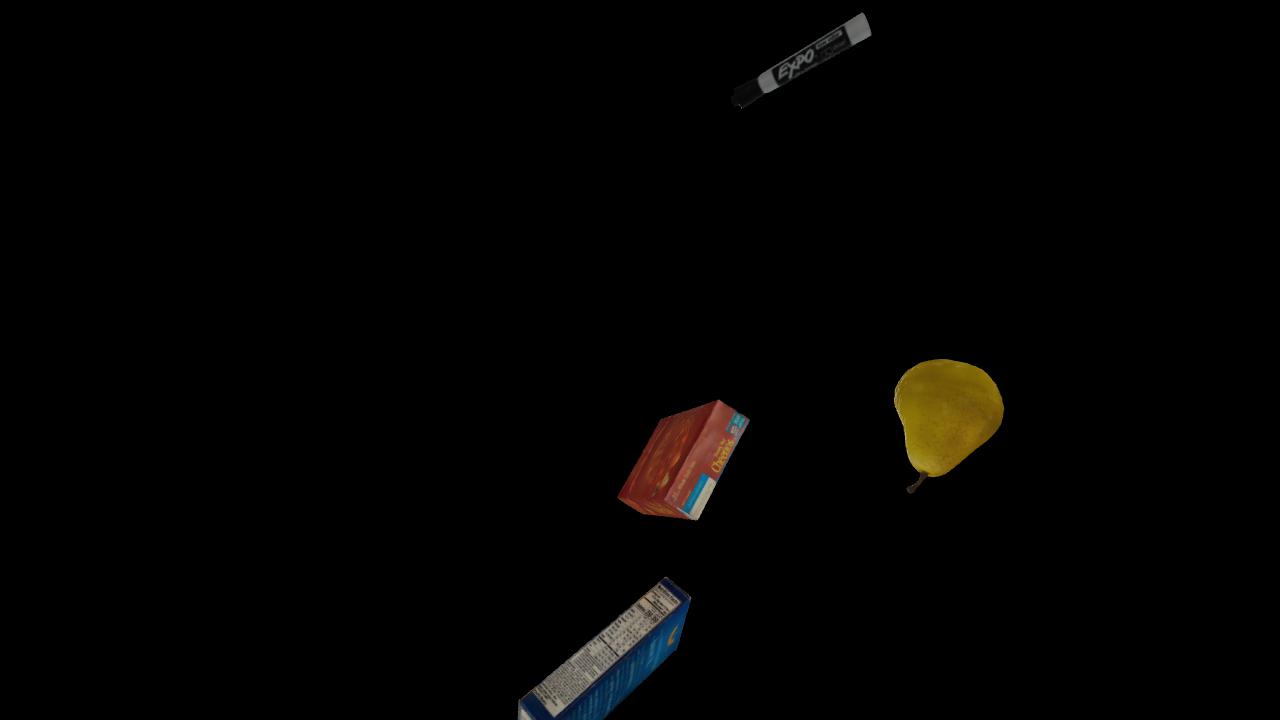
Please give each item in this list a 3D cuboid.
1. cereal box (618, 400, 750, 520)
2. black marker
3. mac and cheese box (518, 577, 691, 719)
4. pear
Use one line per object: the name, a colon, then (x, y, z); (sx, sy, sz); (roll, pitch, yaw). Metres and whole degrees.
cereal box: (0.073, 0.196, 1.173); (0.081, 0.203, 0.306); (34, -20, -9)
black marker: (0.131, -0.247, 0.516); (0.121, 0.020, 0.020); (-20, -11, 33)
mac and cheese box: (-0.031, 0.292, 0.577); (0.041, 0.093, 0.184); (32, 40, 32)
pear: (0.241, 0.056, 0.487); (0.080, 0.111, 0.080); (14, -24, 7)
